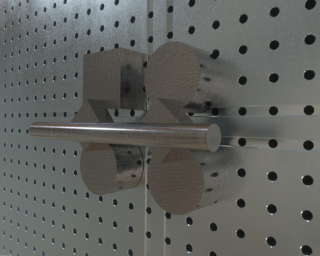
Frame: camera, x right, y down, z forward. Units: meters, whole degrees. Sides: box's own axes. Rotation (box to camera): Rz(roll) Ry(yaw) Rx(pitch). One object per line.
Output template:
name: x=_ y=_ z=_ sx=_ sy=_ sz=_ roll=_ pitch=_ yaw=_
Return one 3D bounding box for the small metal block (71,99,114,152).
small metal block: x=-0.091 y=-0.004 z=0.420 sx=0.050 sy=0.025 sz=0.050 roll=-47 pitch=62 yaw=29

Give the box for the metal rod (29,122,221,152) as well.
metal rod: x=-0.068 y=0.006 z=0.367 sx=0.300 sy=0.025 sz=0.025 roll=1 pitch=91 yaw=40

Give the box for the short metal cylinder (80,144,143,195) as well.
short metal cylinder: x=-0.071 y=0.053 z=0.451 sx=0.080 sy=0.050 sz=0.080 roll=0 pitch=90 yaw=40

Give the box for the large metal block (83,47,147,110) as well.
large metal block: x=-0.066 y=-0.066 z=0.447 sx=0.080 sy=0.050 sz=0.079 roll=2 pitch=91 yaw=40

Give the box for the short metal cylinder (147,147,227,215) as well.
short metal cylinder: x=0.032 y=0.057 z=0.367 sx=0.080 sy=0.050 sz=0.080 roll=0 pitch=90 yaw=40

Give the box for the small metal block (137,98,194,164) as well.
small metal block: x=0.007 y=0.003 z=0.339 sx=0.050 sy=0.025 sz=0.050 roll=48 pitch=118 yaw=29

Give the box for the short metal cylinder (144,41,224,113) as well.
short metal cylinder: x=0.028 y=-0.058 z=0.370 sx=0.080 sy=0.050 sz=0.080 roll=0 pitch=90 yaw=40
